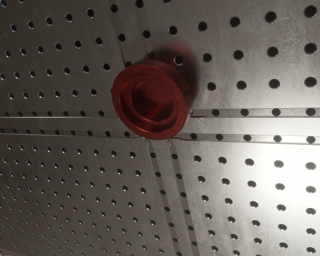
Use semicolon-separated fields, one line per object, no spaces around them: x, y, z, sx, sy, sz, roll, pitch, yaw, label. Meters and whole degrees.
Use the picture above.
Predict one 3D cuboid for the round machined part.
-0.006;-0.037;0.379;0.098;0.042;0.097;13;124;20;round machined part
